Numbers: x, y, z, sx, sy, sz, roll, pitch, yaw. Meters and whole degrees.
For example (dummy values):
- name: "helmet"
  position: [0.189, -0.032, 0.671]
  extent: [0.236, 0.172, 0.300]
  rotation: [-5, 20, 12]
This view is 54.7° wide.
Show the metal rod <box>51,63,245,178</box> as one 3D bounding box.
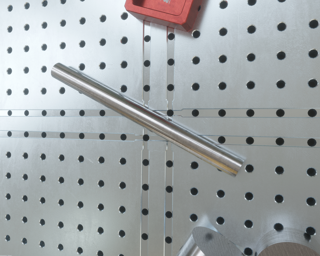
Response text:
- name: "metal rod"
  position: [-0.029, -0.018, 0.422]
  extent: [0.301, 0.025, 0.025]
  rotation: [29, 99, 17]

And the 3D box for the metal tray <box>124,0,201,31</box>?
- name: "metal tray"
  position: [0.017, -0.203, 0.403]
  extent: [0.090, 0.030, 0.129]
  rotation: [21, 97, 18]

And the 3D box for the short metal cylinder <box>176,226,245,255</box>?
- name: "short metal cylinder"
  position: [0.059, 0.162, 0.362]
  extent: [0.080, 0.080, 0.050]
  rotation: [34, 101, 17]

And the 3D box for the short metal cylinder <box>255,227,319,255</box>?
- name: "short metal cylinder"
  position: [0.147, 0.159, 0.347]
  extent: [0.080, 0.050, 0.080]
  rotation: [0, 90, 20]
